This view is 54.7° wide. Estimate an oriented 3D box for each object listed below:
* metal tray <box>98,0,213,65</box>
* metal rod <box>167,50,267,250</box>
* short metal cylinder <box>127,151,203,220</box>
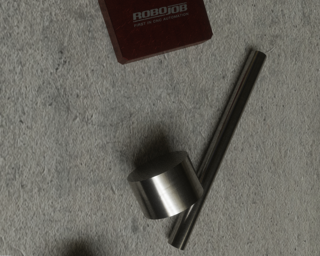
[{"bbox_3d":[-0.003,-0.144,0.405,0.131,0.030,0.090,-20,97,-19],"label":"metal tray"},{"bbox_3d":[0.084,0.025,0.440,0.025,0.025,0.299,28,81,-18],"label":"metal rod"},{"bbox_3d":[0.007,0.068,0.382,0.081,0.080,0.050,-26,99,-18],"label":"short metal cylinder"}]
